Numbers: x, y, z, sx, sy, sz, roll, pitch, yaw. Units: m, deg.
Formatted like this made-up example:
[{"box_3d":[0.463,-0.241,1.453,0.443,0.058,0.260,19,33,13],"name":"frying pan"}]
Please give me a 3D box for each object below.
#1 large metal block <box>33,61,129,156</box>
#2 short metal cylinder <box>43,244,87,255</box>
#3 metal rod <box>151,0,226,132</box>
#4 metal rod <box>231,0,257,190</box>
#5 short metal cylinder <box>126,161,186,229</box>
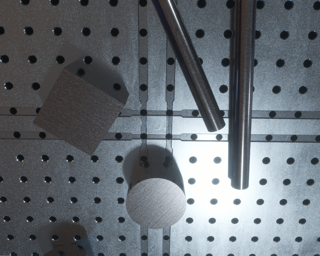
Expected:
[{"box_3d":[-0.097,-0.025,0.390,0.080,0.050,0.080,32,107,-11],"name":"large metal block"},{"box_3d":[-0.144,0.223,0.465,0.080,0.080,0.050,-10,110,3],"name":"short metal cylinder"},{"box_3d":[0.013,-0.128,0.366,0.025,0.025,0.299,-23,109,8],"name":"metal rod"},{"box_3d":[0.105,-0.057,0.393,0.025,0.025,0.298,-3,110,1],"name":"metal rod"},{"box_3d":[-0.005,0.093,0.434,0.081,0.050,0.079,0,110,0],"name":"short metal cylinder"}]
